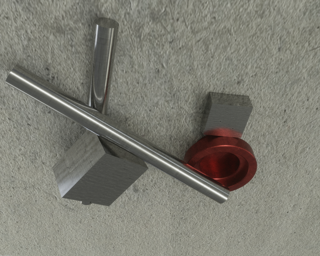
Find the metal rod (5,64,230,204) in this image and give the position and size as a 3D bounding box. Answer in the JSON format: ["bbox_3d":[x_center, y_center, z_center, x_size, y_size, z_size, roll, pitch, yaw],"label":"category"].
[{"bbox_3d":[-0.037,0.016,0.378,0.301,0.025,0.025,31,123,-17],"label":"metal rod"}]

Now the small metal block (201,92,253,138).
[{"bbox_3d":[0.084,-0.016,0.395,0.050,0.025,0.050,5,130,-5],"label":"small metal block"}]

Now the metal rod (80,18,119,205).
[{"bbox_3d":[-0.086,0.004,0.409,0.025,0.025,0.298,9,130,-8],"label":"metal rod"}]

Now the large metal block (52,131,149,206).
[{"bbox_3d":[-0.077,0.052,0.405,0.080,0.050,0.080,-45,141,13],"label":"large metal block"}]

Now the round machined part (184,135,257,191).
[{"bbox_3d":[0.082,0.045,0.436,0.099,0.042,0.097,-1,130,0],"label":"round machined part"}]
